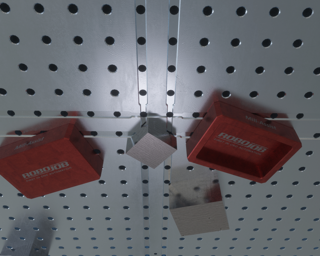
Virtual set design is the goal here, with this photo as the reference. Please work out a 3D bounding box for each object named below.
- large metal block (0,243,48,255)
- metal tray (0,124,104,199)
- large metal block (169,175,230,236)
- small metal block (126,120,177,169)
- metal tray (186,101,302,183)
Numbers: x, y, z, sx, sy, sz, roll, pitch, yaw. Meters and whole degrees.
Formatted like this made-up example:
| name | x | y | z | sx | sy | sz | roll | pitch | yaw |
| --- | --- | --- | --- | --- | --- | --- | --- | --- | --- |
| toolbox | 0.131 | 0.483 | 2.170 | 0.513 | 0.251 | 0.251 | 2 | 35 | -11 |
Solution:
| name | x | y | z | sx | sy | sz | roll | pitch | yaw |
| --- | --- | --- | --- | --- | --- | --- | --- | --- | --- |
| large metal block | -0.283 | 0.288 | 0.618 | 0.080 | 0.080 | 0.050 | -18 | 128 | 15 |
| metal tray | -0.162 | 0.052 | 0.451 | 0.130 | 0.030 | 0.090 | -18 | 128 | 14 |
| large metal block | 0.064 | 0.128 | 0.504 | 0.080 | 0.050 | 0.080 | -12 | 129 | 10 |
| small metal block | -0.012 | 0.024 | 0.432 | 0.050 | 0.025 | 0.050 | 32 | 123 | -24 |
| metal tray | 0.113 | 0.024 | 0.429 | 0.131 | 0.030 | 0.089 | 18 | 128 | -15 |
